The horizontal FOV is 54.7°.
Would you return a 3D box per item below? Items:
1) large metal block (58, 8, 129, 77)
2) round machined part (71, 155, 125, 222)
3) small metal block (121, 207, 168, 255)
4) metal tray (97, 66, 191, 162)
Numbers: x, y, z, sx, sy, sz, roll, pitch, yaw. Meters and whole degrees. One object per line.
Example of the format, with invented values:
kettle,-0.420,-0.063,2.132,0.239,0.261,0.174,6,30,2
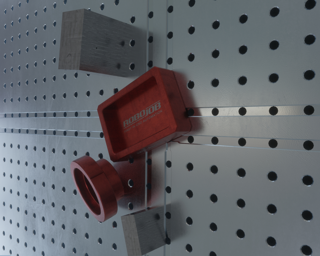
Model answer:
large metal block,-0.096,-0.120,0.453,0.050,0.081,0.079,10,97,39
round machined part,-0.089,0.084,0.455,0.098,0.042,0.097,35,139,39
small metal block,-0.021,0.136,0.410,0.025,0.050,0.050,-20,77,38
metal tray,-0.027,-0.015,0.428,0.130,0.030,0.090,-28,73,36
